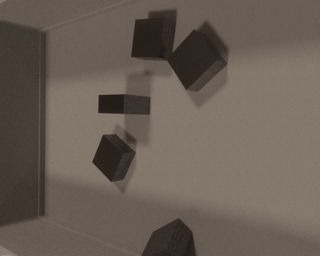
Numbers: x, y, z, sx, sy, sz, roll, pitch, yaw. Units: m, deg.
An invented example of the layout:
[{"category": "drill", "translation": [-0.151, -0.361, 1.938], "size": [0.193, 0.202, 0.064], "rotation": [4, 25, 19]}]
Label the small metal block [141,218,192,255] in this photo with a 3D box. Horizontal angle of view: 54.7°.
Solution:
[{"category": "small metal block", "translation": [0.007, 0.145, 0.379], "size": [0.025, 0.050, 0.050], "rotation": [47, 123, -7]}]

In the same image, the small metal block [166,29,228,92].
[{"category": "small metal block", "translation": [0.043, -0.079, 0.370], "size": [0.050, 0.025, 0.050], "rotation": [-43, 64, 31]}]

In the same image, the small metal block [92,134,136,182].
[{"category": "small metal block", "translation": [-0.069, 0.044, 0.462], "size": [0.050, 0.025, 0.050], "rotation": [38, 113, 33]}]

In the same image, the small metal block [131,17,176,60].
[{"category": "small metal block", "translation": [-0.009, -0.117, 0.412], "size": [0.050, 0.025, 0.050], "rotation": [12, 98, 39]}]

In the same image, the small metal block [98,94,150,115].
[{"category": "small metal block", "translation": [-0.049, -0.032, 0.429], "size": [0.050, 0.050, 0.025], "rotation": [3, 92, 39]}]
